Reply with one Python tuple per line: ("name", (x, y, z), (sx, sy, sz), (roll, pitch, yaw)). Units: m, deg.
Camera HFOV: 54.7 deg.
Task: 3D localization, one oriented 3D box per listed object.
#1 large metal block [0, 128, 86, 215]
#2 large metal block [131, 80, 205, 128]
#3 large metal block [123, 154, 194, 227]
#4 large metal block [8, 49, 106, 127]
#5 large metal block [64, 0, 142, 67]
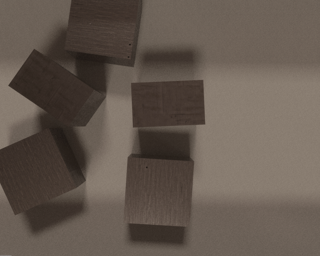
("large metal block", (-0.154, 0.052, 0.397), (0.080, 0.050, 0.080), (-24, 90, -1))
("large metal block", (0.009, -0.027, 0.384), (0.081, 0.080, 0.050), (-2, 90, -1))
("large metal block", (-0.002, 0.077, 0.399), (0.081, 0.050, 0.079), (4, 90, -1))
("large metal block", (-0.120, -0.045, 0.382), (0.080, 0.080, 0.050), (35, 90, -1))
("large metal block", (-0.070, -0.128, 0.398), (0.081, 0.050, 0.080), (8, 90, -1))
